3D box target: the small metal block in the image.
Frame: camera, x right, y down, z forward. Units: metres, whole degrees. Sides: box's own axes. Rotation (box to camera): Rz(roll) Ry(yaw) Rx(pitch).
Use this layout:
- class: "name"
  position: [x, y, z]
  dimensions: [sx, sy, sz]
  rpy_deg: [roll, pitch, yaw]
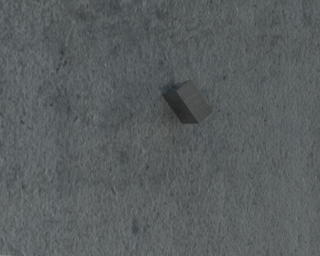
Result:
- class: "small metal block"
  position: [0.035, -0.033, 0.408]
  dimensions: [0.025, 0.050, 0.050]
  rpy_deg: [-40, 103, -15]
